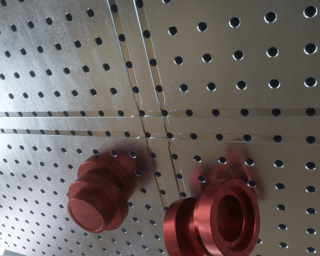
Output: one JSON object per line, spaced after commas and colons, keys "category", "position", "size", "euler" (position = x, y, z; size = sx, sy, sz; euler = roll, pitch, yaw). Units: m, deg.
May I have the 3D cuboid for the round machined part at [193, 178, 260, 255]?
{"category": "round machined part", "position": [0.081, 0.114, 0.393], "size": [0.042, 0.099, 0.098], "euler": [-16, 111, 48]}

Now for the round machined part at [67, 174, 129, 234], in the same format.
{"category": "round machined part", "position": [-0.101, 0.121, 0.472], "size": [0.098, 0.042, 0.097], "euler": [13, 124, 20]}

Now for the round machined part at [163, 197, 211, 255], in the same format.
{"category": "round machined part", "position": [0.053, 0.144, 0.424], "size": [0.042, 0.098, 0.098], "euler": [-24, 106, 36]}

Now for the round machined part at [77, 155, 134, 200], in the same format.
{"category": "round machined part", "position": [-0.096, 0.096, 0.508], "size": [0.098, 0.042, 0.097], "euler": [13, 124, 20]}
